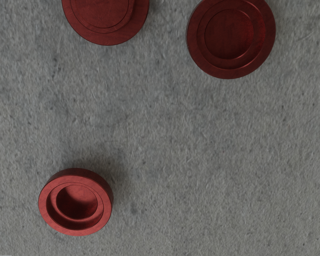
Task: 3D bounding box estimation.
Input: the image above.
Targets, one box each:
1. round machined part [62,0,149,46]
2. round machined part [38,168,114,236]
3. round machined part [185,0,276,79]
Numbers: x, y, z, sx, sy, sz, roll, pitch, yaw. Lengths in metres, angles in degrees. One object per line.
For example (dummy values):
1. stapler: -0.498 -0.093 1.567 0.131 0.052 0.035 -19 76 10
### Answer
1. round machined part: -0.062 -0.142 0.347 0.099 0.042 0.097 0 110 -1
2. round machined part: -0.114 0.099 0.436 0.099 0.042 0.097 0 110 -1
3. round machined part: 0.079 -0.109 0.362 0.099 0.042 0.097 0 110 -1
